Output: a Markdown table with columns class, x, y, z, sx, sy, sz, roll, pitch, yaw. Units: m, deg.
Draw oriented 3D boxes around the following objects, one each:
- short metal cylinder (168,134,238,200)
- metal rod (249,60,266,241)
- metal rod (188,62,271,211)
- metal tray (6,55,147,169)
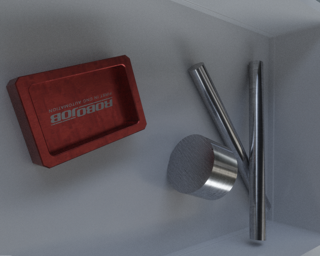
| class | x | y | z | sx | sy | sz | roll | pitch | yaw |
| --- | --- | --- | --- | --- | --- | --- | --- | --- | --- |
| short metal cylinder | 0.057 | 0.054 | 0.421 | 0.050 | 0.080 | 0.080 | 24 | 75 | -38 |
| metal rod | 0.162 | 0.029 | 0.517 | 0.025 | 0.025 | 0.299 | 16 | 71 | -39 |
| metal rod | 0.123 | 0.028 | 0.512 | 0.025 | 0.025 | 0.299 | -46 | 118 | -31 |
| metal tray | -0.082 | -0.022 | 0.335 | 0.131 | 0.030 | 0.089 | -23 | 105 | -38 |
